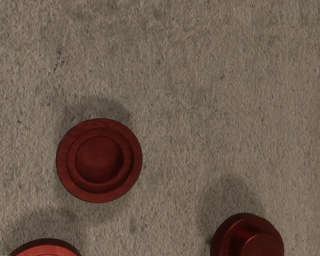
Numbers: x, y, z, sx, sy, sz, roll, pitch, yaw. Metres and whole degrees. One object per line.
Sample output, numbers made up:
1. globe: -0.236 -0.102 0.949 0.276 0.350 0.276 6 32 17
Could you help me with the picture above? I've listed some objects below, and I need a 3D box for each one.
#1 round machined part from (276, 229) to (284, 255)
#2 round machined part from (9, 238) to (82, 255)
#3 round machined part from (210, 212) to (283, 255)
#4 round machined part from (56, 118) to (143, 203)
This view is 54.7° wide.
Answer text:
1. round machined part: 0.126 0.179 0.449 0.099 0.042 0.097 0 90 -20
2. round machined part: -0.134 0.174 0.351 0.099 0.042 0.097 0 90 -21
3. round machined part: 0.118 0.164 0.401 0.099 0.042 0.097 0 90 -20
4. round machined part: -0.074 0.037 0.373 0.099 0.042 0.097 0 90 -21
